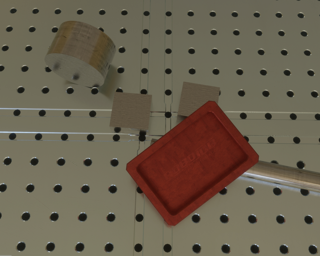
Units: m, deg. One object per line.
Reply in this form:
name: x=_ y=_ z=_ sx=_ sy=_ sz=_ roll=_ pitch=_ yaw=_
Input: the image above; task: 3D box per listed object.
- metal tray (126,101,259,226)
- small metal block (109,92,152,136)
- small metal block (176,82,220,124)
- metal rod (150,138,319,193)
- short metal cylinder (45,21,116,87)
metal tray: x=0.038 y=0.041 z=0.370 sx=0.130 sy=0.030 sz=0.090 roll=-38 pitch=86 yaw=1
small metal block: x=-0.038 y=-0.019 z=0.418 sx=0.050 sy=0.025 sz=0.050 roll=5 pitch=70 yaw=1
small metal block: x=0.052 y=-0.032 z=0.424 sx=0.050 sy=0.025 sz=0.050 roll=10 pitch=70 yaw=3
metal rod: x=0.135 y=0.055 z=0.393 sx=0.302 sy=0.025 sz=0.025 roll=11 pitch=70 yaw=3
short metal cylinder: x=-0.106 y=-0.097 z=0.417 sx=0.080 sy=0.080 sz=0.050 roll=15 pitch=71 yaw=5
